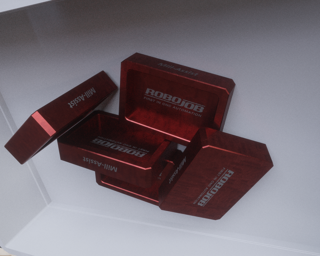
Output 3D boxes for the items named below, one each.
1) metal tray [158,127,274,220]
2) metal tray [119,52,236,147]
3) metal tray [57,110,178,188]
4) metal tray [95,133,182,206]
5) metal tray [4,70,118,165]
[{"bbox_3d":[0.063,0.062,0.382,0.091,0.030,0.129,15,131,-17],"label":"metal tray"},{"bbox_3d":[0.015,-0.030,0.375,0.130,0.030,0.089,19,126,16],"label":"metal tray"},{"bbox_3d":[-0.053,0.022,0.403,0.130,0.090,0.030,15,124,19],"label":"metal tray"},{"bbox_3d":[-0.034,0.060,0.455,0.130,0.030,0.089,15,125,19],"label":"metal tray"},{"bbox_3d":[-0.119,-0.016,0.388,0.090,0.131,0.030,-33,100,38],"label":"metal tray"}]
